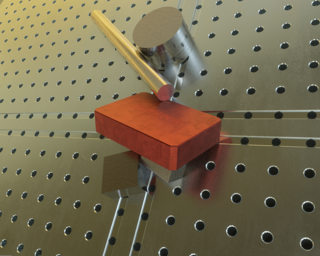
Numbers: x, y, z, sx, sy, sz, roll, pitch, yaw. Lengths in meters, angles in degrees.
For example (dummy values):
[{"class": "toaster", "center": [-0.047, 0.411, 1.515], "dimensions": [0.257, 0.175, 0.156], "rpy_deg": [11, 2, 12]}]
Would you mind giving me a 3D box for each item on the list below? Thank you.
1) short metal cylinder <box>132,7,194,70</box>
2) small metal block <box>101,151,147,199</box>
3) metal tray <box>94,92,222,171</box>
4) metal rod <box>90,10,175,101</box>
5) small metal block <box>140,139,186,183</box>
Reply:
[{"class": "short metal cylinder", "center": [0.006, -0.136, 0.471], "dimensions": [0.080, 0.050, 0.080], "rpy_deg": [-13, 56, 20]}, {"class": "small metal block", "center": [-0.045, 0.059, 0.394], "dimensions": [0.050, 0.025, 0.050], "rpy_deg": [-15, 56, 19]}, {"class": "metal tray", "center": [-0.004, -0.003, 0.375], "dimensions": [0.130, 0.030, 0.091], "rpy_deg": [23, 35, 36]}, {"class": "metal rod", "center": [-0.058, -0.132, 0.501], "dimensions": [0.025, 0.025, 0.300], "rpy_deg": [-39, 46, 2]}, {"class": "small metal block", "center": [0.006, 0.029, 0.369], "dimensions": [0.050, 0.025, 0.050], "rpy_deg": [30, 117, 37]}]
